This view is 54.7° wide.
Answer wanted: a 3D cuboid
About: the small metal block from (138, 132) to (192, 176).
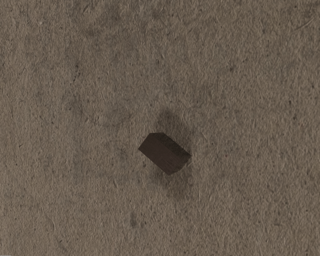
[{"bbox_3d":[0.007,0.031,0.392,0.050,0.050,0.025,40,103,15],"label":"small metal block"}]
